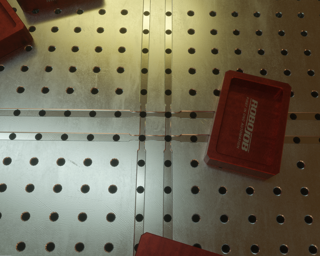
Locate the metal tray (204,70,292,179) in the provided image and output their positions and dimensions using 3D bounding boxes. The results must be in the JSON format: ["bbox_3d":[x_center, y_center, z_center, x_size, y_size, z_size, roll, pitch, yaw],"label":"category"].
[{"bbox_3d":[0.117,-0.007,0.412,0.090,0.030,0.130,14,70,5],"label":"metal tray"}]

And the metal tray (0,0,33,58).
[{"bbox_3d":[-0.267,-0.163,0.465,0.090,0.030,0.130,-35,74,-12],"label":"metal tray"}]

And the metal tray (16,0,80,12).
[{"bbox_3d":[-0.166,-0.244,0.496,0.131,0.030,0.090,-16,71,-6],"label":"metal tray"}]

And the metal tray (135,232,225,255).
[{"bbox_3d":[0.030,0.179,0.344,0.131,0.030,0.090,16,71,5],"label":"metal tray"}]
